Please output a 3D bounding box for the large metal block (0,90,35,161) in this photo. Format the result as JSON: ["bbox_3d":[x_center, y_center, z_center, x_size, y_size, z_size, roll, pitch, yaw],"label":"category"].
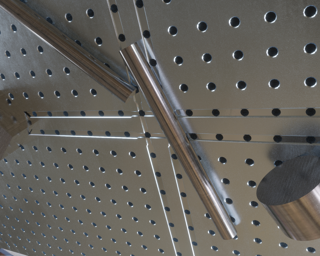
[{"bbox_3d":[-0.276,-0.004,0.535,0.080,0.050,0.080,44,129,-3],"label":"large metal block"}]

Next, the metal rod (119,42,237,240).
[{"bbox_3d":[0.031,0.028,0.411,0.025,0.025,0.299,-18,110,34],"label":"metal rod"}]

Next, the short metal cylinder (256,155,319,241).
[{"bbox_3d":[0.155,0.075,0.340,0.080,0.080,0.050,-30,102,37],"label":"short metal cylinder"}]

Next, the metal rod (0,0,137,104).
[{"bbox_3d":[-0.157,-0.132,0.409,0.300,0.025,0.025,37,129,2],"label":"metal rod"}]
